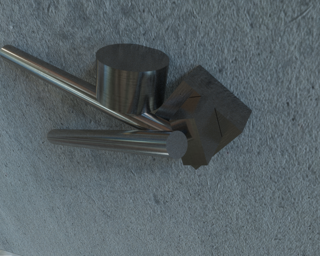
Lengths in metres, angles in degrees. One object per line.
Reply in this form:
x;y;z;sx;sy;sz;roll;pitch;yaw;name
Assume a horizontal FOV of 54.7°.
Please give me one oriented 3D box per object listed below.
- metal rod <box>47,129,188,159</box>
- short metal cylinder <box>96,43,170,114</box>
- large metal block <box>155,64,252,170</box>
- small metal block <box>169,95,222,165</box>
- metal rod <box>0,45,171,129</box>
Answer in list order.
-0.078;0.014;0.388;0.300;0.025;0.025;0;121;52;metal rod
-0.032;-0.058;0.354;0.080;0.080;0.050;19;126;16;short metal cylinder
0.044;-0.011;0.359;0.080;0.050;0.080;42;130;0;large metal block
0.037;0.002;0.305;0.025;0.050;0.050;-4;117;30;small metal block
-0.103;-0.050;0.393;0.300;0.025;0.025;27;128;25;metal rod
